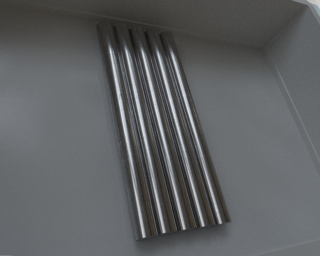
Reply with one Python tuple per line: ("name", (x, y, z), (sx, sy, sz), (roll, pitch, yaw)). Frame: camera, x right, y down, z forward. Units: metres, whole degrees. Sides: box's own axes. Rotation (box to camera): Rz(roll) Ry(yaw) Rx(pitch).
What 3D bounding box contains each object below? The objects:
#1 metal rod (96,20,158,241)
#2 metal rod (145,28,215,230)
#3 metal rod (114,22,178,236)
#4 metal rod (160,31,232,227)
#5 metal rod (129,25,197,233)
("metal rod", (-0.047, -0.016, 0.388), (0.025, 0.025, 0.299), (0, 62, -28))
("metal rod", (0.019, -0.016, 0.424), (0.025, 0.025, 0.299), (0, 62, -28))
("metal rod", (-0.026, -0.017, 0.400), (0.025, 0.025, 0.299), (0, 62, -28))
("metal rod", (0.042, -0.015, 0.436), (0.025, 0.025, 0.299), (0, 62, -28))
("metal rod", (-0.004, -0.016, 0.412), (0.025, 0.025, 0.299), (0, 62, -28))
